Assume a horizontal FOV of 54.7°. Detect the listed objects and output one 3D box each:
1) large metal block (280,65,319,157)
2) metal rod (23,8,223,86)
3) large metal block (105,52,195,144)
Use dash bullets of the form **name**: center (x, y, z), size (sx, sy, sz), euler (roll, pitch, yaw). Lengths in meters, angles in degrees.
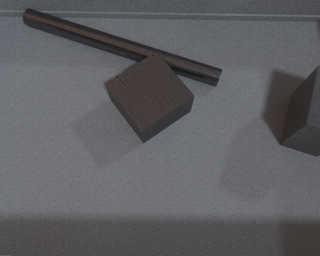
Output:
- **large metal block**: center (0.198, -0.018, 0.390), size (0.050, 0.080, 0.080), euler (19, 71, 6)
- **metal rod**: center (-0.058, -0.119, 0.452), size (0.301, 0.025, 0.025), euler (19, 71, 6)
- **large metal block**: center (-0.013, -0.040, 0.411), size (0.080, 0.050, 0.080), euler (-34, 74, -12)
